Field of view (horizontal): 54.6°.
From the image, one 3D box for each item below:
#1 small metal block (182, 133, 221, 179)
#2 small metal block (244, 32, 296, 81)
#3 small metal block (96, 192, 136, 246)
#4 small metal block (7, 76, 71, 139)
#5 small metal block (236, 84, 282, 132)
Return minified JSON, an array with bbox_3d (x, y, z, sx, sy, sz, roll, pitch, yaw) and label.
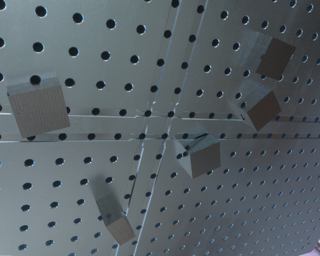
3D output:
[{"bbox_3d":[0.063,0.043,0.471,0.050,0.025,0.050,-21,127,-16],"label":"small metal block"},{"bbox_3d":[0.153,-0.099,0.433,0.050,0.025,0.050,9,114,-32],"label":"small metal block"},{"bbox_3d":[-0.063,0.129,0.440,0.025,0.050,0.050,-30,128,-9],"label":"small metal block"},{"bbox_3d":[-0.127,-0.022,0.328,0.050,0.025,0.050,-16,125,-19],"label":"small metal block"},{"bbox_3d":[0.152,-0.030,0.474,0.050,0.025,0.050,-41,129,0],"label":"small metal block"}]
